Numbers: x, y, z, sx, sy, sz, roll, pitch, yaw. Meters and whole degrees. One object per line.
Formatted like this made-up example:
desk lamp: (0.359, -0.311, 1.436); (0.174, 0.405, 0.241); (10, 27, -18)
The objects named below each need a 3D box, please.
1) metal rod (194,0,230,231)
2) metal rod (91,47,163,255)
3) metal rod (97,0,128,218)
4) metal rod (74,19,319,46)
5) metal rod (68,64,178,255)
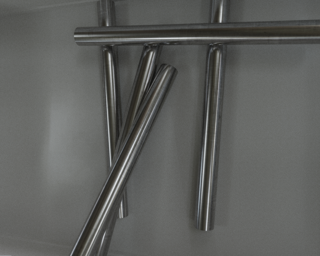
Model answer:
metal rod: (0.065, -0.024, 0.386); (0.025, 0.025, 0.298); (4, 91, 19)
metal rod: (-0.045, 0.026, 0.406); (0.025, 0.025, 0.298); (14, 87, 19)
metal rod: (-0.066, -0.027, 0.432); (0.025, 0.025, 0.298); (-4, 89, 19)
metal rod: (0.033, -0.112, 0.370); (0.301, 0.025, 0.025); (5, 92, 19)
metal rod: (-0.046, 0.053, 0.362); (0.025, 0.025, 0.300); (18, 71, 19)
